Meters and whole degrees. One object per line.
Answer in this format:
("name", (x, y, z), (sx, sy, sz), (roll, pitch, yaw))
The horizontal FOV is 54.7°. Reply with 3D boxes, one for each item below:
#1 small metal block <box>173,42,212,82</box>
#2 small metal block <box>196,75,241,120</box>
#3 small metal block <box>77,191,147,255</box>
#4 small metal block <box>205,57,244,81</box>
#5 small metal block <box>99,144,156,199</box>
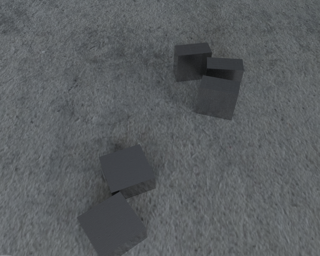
("small metal block", (0.048, -0.100, 0.471), (0.050, 0.050, 0.025), (-8, 51, -7))
("small metal block", (0.078, -0.041, 0.422), (0.050, 0.050, 0.025), (12, 51, 9))
("small metal block", (-0.049, 0.102, 0.317), (0.050, 0.025, 0.050), (-29, 56, -22))
("small metal block", (0.091, -0.074, 0.450), (0.050, 0.050, 0.025), (4, 50, 3))
("small metal block", (-0.038, 0.052, 0.359), (0.050, 0.025, 0.050), (-17, 52, -15))
